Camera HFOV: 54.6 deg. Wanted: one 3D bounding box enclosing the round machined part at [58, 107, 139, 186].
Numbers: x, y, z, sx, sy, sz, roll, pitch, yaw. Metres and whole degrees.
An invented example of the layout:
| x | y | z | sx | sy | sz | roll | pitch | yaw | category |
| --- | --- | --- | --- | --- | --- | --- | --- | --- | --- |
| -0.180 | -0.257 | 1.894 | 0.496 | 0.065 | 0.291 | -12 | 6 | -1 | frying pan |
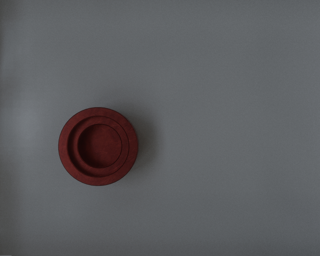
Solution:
| x | y | z | sx | sy | sz | roll | pitch | yaw | category |
| --- | --- | --- | --- | --- | --- | --- | --- | --- | --- |
| -0.076 | 0.023 | 0.402 | 0.099 | 0.042 | 0.097 | 0 | 90 | 0 | round machined part |
